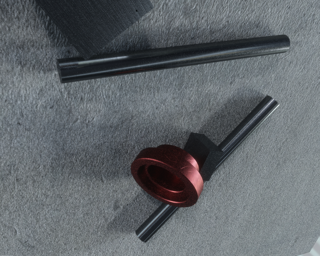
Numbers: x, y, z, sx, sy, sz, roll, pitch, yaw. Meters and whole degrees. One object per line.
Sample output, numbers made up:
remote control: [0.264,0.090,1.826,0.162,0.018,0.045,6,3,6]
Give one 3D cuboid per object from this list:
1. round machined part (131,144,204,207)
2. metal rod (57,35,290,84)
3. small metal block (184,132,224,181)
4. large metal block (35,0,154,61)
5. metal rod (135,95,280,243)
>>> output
round machined part: [0.014,0.060,0.418,0.042,0.098,0.098,-56,140,-36]
metal rod: [0.034,-0.087,0.372,0.303,0.025,0.025,-12,124,-22]
small metal block: [0.058,0.041,0.450,0.025,0.050,0.050,9,114,-34]
large metal block: [-0.066,-0.123,0.279,0.080,0.050,0.080,-39,130,-2]
metal rod: [0.072,0.066,0.489,0.300,0.025,0.025,-47,130,4]
